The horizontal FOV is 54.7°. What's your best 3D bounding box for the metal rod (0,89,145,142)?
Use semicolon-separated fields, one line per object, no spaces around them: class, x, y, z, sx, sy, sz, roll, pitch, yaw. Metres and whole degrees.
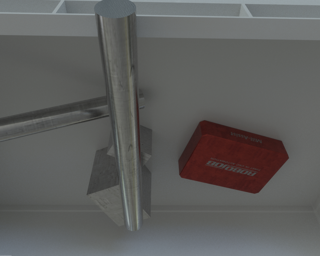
metal rod;-0.160;0.000;0.327;0.302;0.025;0.025;-15;134;-21

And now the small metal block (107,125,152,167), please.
small metal block;-0.039;0.018;0.407;0.050;0.050;0.025;23;126;-19

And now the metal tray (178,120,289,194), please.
metal tray;0.103;0.045;0.446;0.131;0.030;0.089;14;129;-13

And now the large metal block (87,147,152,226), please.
large metal block;-0.053;0.078;0.439;0.050;0.080;0.080;-20;128;16

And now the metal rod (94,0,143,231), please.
metal rod;-0.031;0.026;0.298;0.025;0.025;0.298;1;139;-1
